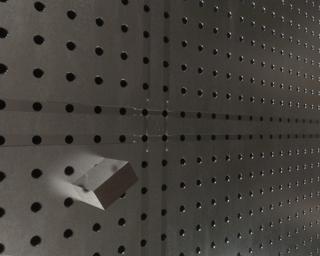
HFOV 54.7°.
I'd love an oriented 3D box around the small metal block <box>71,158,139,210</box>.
[{"bbox_3d":[-0.061,0.060,0.343,0.050,0.050,0.025,-39,114,-33],"label":"small metal block"}]
